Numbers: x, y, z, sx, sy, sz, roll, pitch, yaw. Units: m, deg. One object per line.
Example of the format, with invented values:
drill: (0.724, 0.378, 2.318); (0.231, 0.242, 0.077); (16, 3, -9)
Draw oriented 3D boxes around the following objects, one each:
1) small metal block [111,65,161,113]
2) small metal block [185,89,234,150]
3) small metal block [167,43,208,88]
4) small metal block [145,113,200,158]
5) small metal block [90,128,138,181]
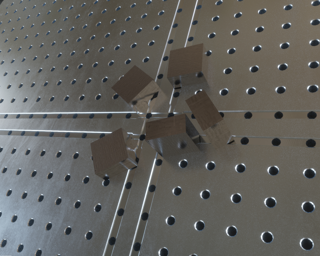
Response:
small metal block: (-0.036, -0.059, 0.462); (0.050, 0.025, 0.050); (-45, 51, -3)
small metal block: (0.059, -0.009, 0.366); (0.025, 0.050, 0.050); (-31, 52, 8)
small metal block: (0.040, -0.088, 0.440); (0.050, 0.025, 0.050); (-7, 59, 24)
small metal block: (0.016, 0.011, 0.376); (0.050, 0.050, 0.025); (-13, 57, 21)
small metal block: (-0.063, 0.035, 0.418); (0.050, 0.025, 0.050); (-27, 53, 11)
